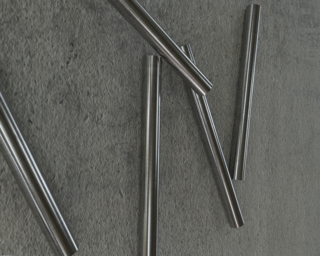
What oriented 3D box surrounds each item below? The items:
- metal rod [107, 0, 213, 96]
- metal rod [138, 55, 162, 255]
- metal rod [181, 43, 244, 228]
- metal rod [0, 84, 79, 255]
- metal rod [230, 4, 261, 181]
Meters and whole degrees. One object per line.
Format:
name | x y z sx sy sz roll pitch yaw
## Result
metal rod | -0.039 -0.142 0.355 0.300 0.025 0.025 42 65 -27
metal rod | -0.013 0.059 0.393 0.025 0.025 0.298 2 89 -40
metal rod | 0.078 0.022 0.469 0.025 0.025 0.298 -32 110 -36
metal rod | -0.145 -0.007 0.283 0.025 0.025 0.298 -31 110 -36
metal rod | 0.144 -0.063 0.525 0.025 0.025 0.298 12 82 -40
